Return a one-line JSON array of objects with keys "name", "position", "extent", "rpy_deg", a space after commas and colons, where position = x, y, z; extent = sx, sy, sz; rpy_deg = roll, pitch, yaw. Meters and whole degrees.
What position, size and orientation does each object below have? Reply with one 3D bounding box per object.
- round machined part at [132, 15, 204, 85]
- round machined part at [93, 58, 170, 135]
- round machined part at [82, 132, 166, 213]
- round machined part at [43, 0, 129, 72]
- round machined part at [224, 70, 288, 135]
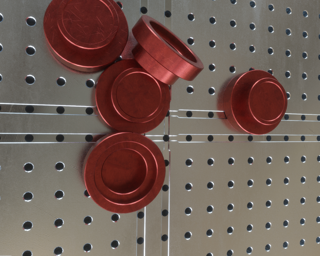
[{"name": "round machined part", "position": [0.004, -0.092, 0.387], "extent": [0.098, 0.098, 0.042], "rpy_deg": [35, 114, -17]}, {"name": "round machined part", "position": [-0.032, -0.040, 0.393], "extent": [0.099, 0.042, 0.097], "rpy_deg": [0, 90, -21]}, {"name": "round machined part", "position": [-0.046, 0.052, 0.386], "extent": [0.099, 0.042, 0.097], "rpy_deg": [-1, 94, -20]}, {"name": "round machined part", "position": [-0.086, -0.120, 0.366], "extent": [0.099, 0.042, 0.097], "rpy_deg": [2, 84, -16]}, {"name": "round machined part", "position": [0.148, -0.038, 0.460], "extent": [0.099, 0.042, 0.097], "rpy_deg": [0, 90, -21]}]
